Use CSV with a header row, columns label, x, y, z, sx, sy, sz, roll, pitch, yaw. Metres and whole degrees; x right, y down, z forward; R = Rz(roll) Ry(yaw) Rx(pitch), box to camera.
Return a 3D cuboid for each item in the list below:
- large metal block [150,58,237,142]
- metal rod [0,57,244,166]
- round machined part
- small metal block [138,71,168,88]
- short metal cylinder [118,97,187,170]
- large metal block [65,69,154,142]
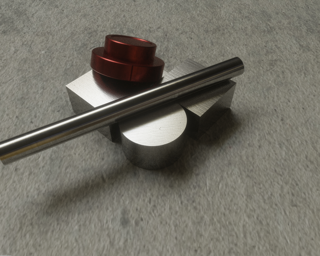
label,x,y,z,sx,sy,sz,roll,pitch,yaw
large metal block,0.044,-0.041,0.424,0.080,0.050,0.080,34,58,25
metal rod,-0.030,-0.028,0.362,0.302,0.025,0.025,-22,54,-18
round machined part,-0.042,-0.097,0.417,0.099,0.042,0.098,10,24,-4
small metal block,-0.011,-0.063,0.457,0.050,0.025,0.050,35,58,25
short metal cylinder,-0.009,0.005,0.383,0.081,0.050,0.080,0,50,0
large metal block,-0.065,-0.041,0.420,0.080,0.050,0.080,35,58,25
